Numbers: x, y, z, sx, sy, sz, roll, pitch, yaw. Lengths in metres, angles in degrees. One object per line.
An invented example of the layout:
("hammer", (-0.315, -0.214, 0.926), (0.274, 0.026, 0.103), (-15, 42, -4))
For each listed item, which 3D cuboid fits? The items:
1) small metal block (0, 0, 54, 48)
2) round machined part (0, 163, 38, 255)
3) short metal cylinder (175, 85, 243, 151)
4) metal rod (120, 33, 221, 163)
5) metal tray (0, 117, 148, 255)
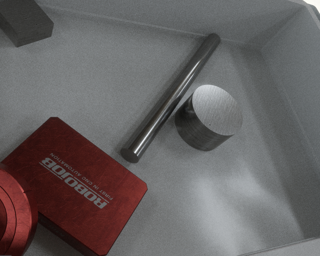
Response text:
("small metal block", (-0.174, -0.136, 0.396), (0.050, 0.025, 0.050), (49, 51, 6))
("round machined part", (-0.150, 0.074, 0.251), (0.099, 0.042, 0.097), (1, 85, -8))
("short metal cylinder", (0.068, -0.014, 0.437), (0.081, 0.050, 0.080), (14, 56, -21))
("metal rod", (0.030, -0.063, 0.461), (0.025, 0.025, 0.301), (38, 51, -4))
("metal tray", (-0.089, 0.060, 0.319), (0.130, 0.030, 0.090), (38, 51, -3))
